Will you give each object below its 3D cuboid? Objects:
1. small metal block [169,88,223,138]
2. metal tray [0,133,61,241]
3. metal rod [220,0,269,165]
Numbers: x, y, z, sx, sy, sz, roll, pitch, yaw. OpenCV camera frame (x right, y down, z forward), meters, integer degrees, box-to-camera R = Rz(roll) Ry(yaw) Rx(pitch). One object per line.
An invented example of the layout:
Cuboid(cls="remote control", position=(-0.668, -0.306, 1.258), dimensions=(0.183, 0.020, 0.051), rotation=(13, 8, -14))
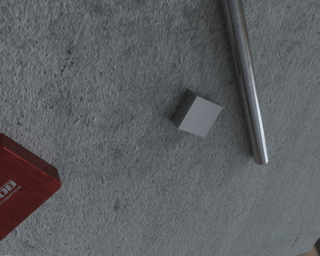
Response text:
Cuboid(cls="small metal block", position=(0.050, -0.020, 0.424), dimensions=(0.050, 0.025, 0.050), rotation=(18, 109, -36))
Cuboid(cls="metal tray", position=(-0.191, 0.078, 0.348), dimensions=(0.130, 0.030, 0.090), rotation=(-42, 130, 0))
Cuboid(cls="metal rod", position=(0.128, -0.052, 0.446), dimensions=(0.025, 0.025, 0.299), rotation=(-31, 129, -8))
